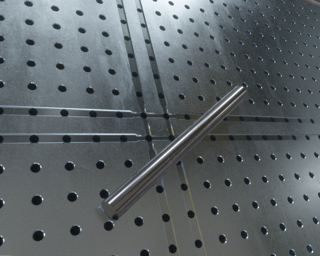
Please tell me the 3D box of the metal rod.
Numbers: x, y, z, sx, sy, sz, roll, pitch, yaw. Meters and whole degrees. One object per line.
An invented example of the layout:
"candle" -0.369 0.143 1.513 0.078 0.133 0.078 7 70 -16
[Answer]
"metal rod" 0.040 0.014 0.420 0.025 0.025 0.302 48 51 5
